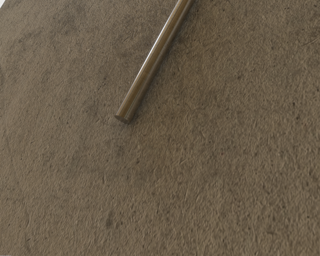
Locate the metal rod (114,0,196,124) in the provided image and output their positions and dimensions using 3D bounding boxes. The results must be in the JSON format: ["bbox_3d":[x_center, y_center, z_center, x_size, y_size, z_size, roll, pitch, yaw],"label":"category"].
[{"bbox_3d":[0.010,-0.140,0.485,0.025,0.025,0.300,14,69,34],"label":"metal rod"}]
